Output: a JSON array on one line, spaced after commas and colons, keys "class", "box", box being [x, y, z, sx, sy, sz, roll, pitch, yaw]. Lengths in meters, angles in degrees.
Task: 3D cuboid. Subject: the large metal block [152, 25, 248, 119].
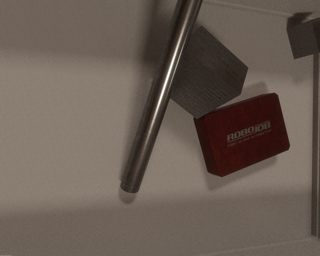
[{"class": "large metal block", "box": [0.050, -0.067, 0.394, 0.080, 0.080, 0.050, 37, 53, -17]}]

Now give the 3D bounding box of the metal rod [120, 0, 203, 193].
[{"class": "metal rod", "box": [0.006, -0.056, 0.349, 0.025, 0.025, 0.298, 11, 111, -20]}]

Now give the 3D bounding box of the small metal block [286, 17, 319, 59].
[{"class": "small metal block", "box": [0.232, -0.140, 0.485, 0.025, 0.050, 0.050, -20, 97, -19]}]

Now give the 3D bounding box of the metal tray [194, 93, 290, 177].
[{"class": "metal tray", "box": [0.123, 0.008, 0.455, 0.131, 0.030, 0.089, -18, 96, -20]}]
